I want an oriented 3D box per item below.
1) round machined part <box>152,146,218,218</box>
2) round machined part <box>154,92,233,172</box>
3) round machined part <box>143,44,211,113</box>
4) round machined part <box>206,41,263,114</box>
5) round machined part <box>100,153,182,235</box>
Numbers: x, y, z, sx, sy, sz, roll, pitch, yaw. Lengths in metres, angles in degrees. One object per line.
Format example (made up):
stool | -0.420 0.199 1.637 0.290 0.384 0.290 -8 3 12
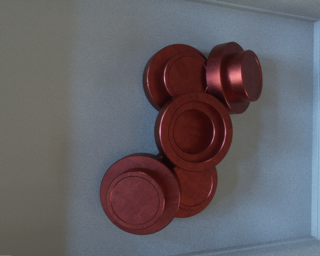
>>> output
round machined part | 0.035 0.072 0.414 0.099 0.042 0.097 0 90 -21
round machined part | 0.039 0.005 0.392 0.099 0.042 0.097 0 90 -21
round machined part | 0.030 -0.063 0.411 0.099 0.042 0.097 0 90 -21
round machined part | 0.106 -0.068 0.417 0.099 0.042 0.097 5 84 -50
round machined part | -0.025 0.081 0.369 0.098 0.042 0.097 1 94 9
